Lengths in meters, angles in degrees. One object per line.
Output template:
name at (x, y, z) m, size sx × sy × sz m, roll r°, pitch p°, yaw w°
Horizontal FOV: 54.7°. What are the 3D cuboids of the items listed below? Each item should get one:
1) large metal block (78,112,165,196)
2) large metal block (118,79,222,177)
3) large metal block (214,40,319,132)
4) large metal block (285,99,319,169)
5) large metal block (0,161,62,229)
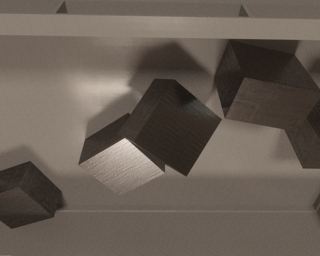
large metal block at (-0.050, 0.038, 0.424) m, size 0.080 × 0.050 × 0.080 m, roll -30°, pitch 125°, yaw 22°
large metal block at (0.012, -0.002, 0.366) m, size 0.080 × 0.050 × 0.080 m, roll 36°, pitch 82°, yaw -27°
large metal block at (0.110, -0.047, 0.335) m, size 0.081 × 0.080 × 0.050 m, roll 10°, pitch 129°, yaw -9°
large metal block at (0.209, 0.004, 0.380) m, size 0.081 × 0.080 × 0.050 m, roll 1°, pitch 130°, yaw -2°
large metal block at (-0.216, 0.105, 0.479) m, size 0.080 × 0.050 × 0.080 m, roll -18°, pitch 128°, yaw 14°
